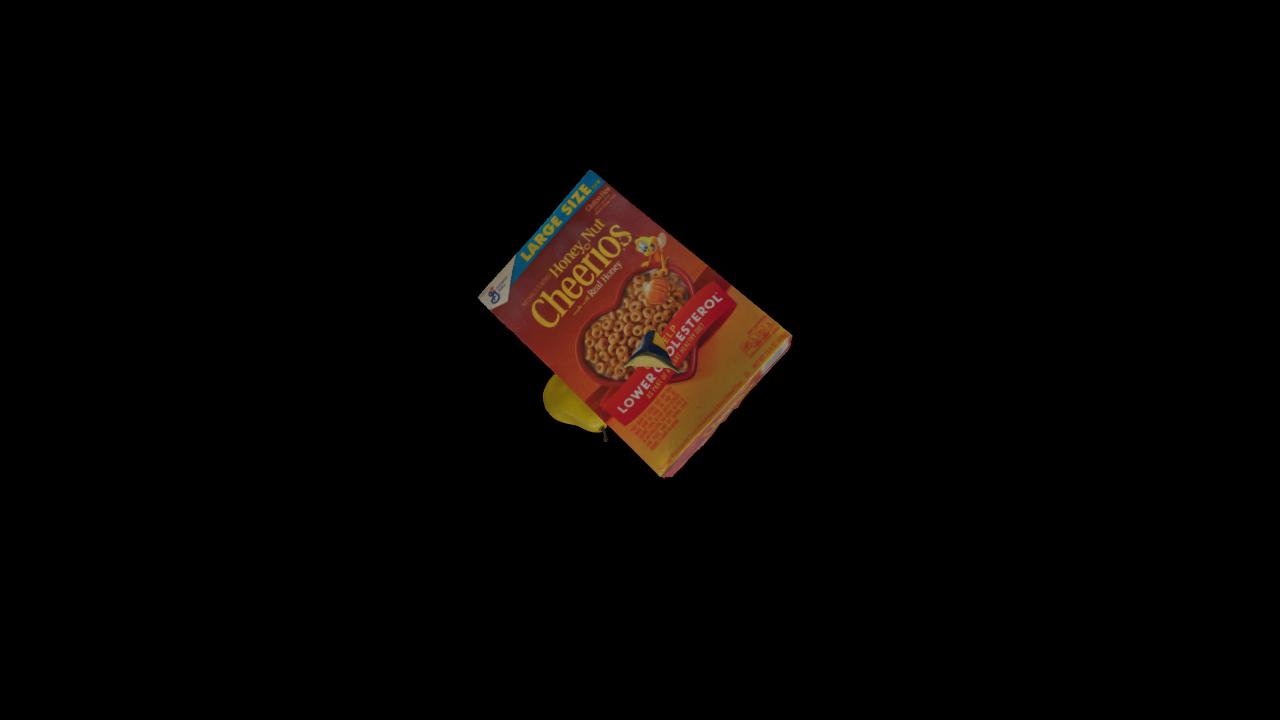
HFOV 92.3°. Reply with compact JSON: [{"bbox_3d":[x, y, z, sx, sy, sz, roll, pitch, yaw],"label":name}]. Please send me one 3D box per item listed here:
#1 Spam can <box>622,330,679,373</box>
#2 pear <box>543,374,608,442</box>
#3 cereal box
[{"bbox_3d":[0.037,-0.004,0.679,0.101,0.085,0.058,32,-40,-21],"label":"Spam can"},{"bbox_3d":[-0.065,0.057,0.762,0.111,0.080,0.080,37,18,26],"label":"pear"},{"bbox_3d":[-0.012,-0.044,0.697,0.306,0.203,0.081,43,1,16],"label":"cereal box"}]
